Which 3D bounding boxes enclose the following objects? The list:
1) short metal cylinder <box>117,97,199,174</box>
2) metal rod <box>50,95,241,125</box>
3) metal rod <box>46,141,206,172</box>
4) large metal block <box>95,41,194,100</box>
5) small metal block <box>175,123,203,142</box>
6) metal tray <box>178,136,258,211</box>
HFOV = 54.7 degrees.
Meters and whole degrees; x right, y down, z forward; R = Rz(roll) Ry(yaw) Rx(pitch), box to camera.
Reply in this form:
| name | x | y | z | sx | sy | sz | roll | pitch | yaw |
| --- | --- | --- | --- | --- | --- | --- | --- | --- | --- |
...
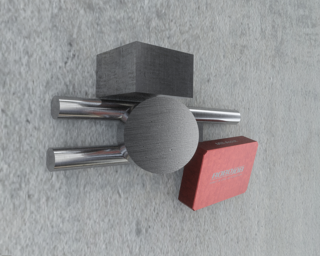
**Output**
| name | x | y | z | sx | sy | sz | roll | pitch | yaw |
| --- | --- | --- | --- | --- | --- | --- | --- | --- | --- |
| short metal cylinder | -0.004 | 0.008 | 0.342 | 0.081 | 0.050 | 0.080 | 0 | 88 | -16 |
| metal rod | 0.008 | -0.019 | 0.415 | 0.302 | 0.025 | 0.025 | 1 | 90 | -40 |
| metal rod | 0.004 | 0.032 | 0.412 | 0.302 | 0.025 | 0.025 | 0 | 90 | -40 |
| large metal block | -0.019 | -0.060 | 0.357 | 0.081 | 0.080 | 0.050 | 1 | 90 | -40 |
| small metal block | 0.021 | 0.005 | 0.409 | 0.050 | 0.050 | 0.025 | 1 | 90 | -40 |
| metal tray | 0.090 | 0.063 | 0.463 | 0.131 | 0.030 | 0.089 | -5 | 111 | -41 |
